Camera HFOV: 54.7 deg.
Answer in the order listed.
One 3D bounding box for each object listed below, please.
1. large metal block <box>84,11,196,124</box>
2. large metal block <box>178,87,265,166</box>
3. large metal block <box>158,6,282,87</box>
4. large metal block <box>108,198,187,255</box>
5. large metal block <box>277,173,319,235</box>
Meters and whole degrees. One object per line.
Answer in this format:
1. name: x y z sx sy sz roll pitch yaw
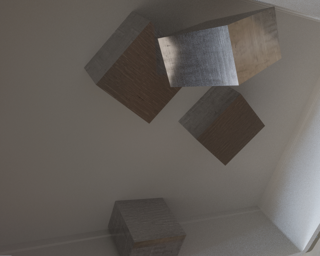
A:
1. large metal block: -0.021 -0.065 0.341 0.080 0.050 0.080 -48 129 6
2. large metal block: 0.087 -0.006 0.436 0.080 0.050 0.080 -46 129 4
3. large metal block: 0.059 -0.078 0.304 0.081 0.080 0.050 -32 115 -37
4. large metal block: -0.021 0.150 0.454 0.081 0.080 0.050 4 117 -30
5. large metal block: 0.307 0.155 0.639 0.080 0.080 0.050 -44 129 2
